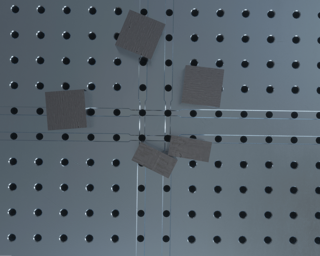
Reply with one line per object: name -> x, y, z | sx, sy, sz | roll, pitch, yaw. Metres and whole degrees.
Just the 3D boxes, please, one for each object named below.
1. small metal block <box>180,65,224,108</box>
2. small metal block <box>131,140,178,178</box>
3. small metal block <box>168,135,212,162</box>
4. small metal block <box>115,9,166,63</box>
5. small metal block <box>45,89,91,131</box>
small metal block -> 0.056, -0.054, 0.414 | 0.050, 0.025, 0.050 | 7, 90, -1
small metal block -> -0.007, 0.039, 0.401 | 0.050, 0.050, 0.025 | 27, 90, -1
small metal block -> 0.036, 0.025, 0.401 | 0.050, 0.050, 0.025 | 10, 90, -1
small metal block -> -0.025, -0.121, 0.413 | 0.050, 0.025, 0.050 | 22, 90, -1
small metal block -> -0.121, -0.024, 0.412 | 0.050, 0.025, 0.050 | -4, 90, -1
